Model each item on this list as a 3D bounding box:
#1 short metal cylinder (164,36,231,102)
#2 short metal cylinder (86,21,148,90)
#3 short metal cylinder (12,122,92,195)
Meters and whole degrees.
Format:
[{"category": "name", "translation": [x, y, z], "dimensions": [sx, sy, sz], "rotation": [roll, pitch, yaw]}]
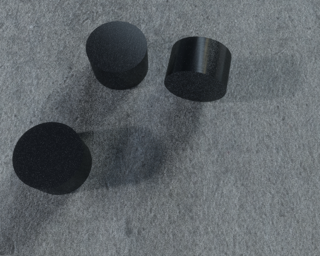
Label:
[{"category": "short metal cylinder", "translation": [0.050, -0.075, 0.407], "dimensions": [0.080, 0.080, 0.050], "rotation": [11, 71, 4]}, {"category": "short metal cylinder", "translation": [-0.057, -0.100, 0.431], "dimensions": [0.081, 0.050, 0.080], "rotation": [0, 70, 0]}, {"category": "short metal cylinder", "translation": [-0.129, 0.039, 0.379], "dimensions": [0.081, 0.050, 0.080], "rotation": [0, 70, 0]}]
